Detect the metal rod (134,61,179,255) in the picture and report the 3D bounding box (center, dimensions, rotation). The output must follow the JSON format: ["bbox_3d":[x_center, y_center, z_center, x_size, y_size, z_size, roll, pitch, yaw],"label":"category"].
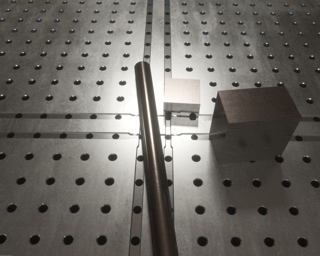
[{"bbox_3d":[-0.010,0.019,0.391,0.025,0.025,0.300,-5,50,-5],"label":"metal rod"}]

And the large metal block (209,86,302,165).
[{"bbox_3d":[0.109,-0.002,0.375,0.081,0.080,0.050,-5,50,-5],"label":"large metal block"}]

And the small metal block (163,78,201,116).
[{"bbox_3d":[0.032,-0.045,0.446,0.050,0.025,0.050,3,50,2],"label":"small metal block"}]
